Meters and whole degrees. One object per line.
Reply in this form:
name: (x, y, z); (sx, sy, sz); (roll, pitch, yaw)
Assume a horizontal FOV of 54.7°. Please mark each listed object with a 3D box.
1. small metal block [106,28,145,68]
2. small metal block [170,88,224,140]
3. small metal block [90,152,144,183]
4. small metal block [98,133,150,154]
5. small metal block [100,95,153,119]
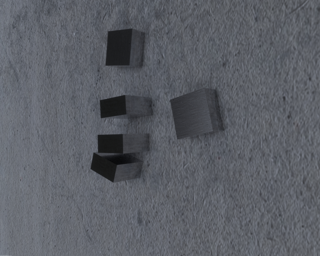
small metal block: (-0.051, -0.113, 0.447); (0.050, 0.025, 0.050); (9, 96, 39)
small metal block: (0.043, -0.016, 0.369); (0.050, 0.025, 0.050); (-16, 80, 39)
small metal block: (-0.061, 0.053, 0.439); (0.050, 0.050, 0.025); (21, 103, 38)
small metal block: (-0.050, 0.021, 0.430); (0.050, 0.050, 0.025); (-2, 89, 40)
small metal block: (-0.046, -0.028, 0.427); (0.050, 0.050, 0.025); (-6, 86, 40)
